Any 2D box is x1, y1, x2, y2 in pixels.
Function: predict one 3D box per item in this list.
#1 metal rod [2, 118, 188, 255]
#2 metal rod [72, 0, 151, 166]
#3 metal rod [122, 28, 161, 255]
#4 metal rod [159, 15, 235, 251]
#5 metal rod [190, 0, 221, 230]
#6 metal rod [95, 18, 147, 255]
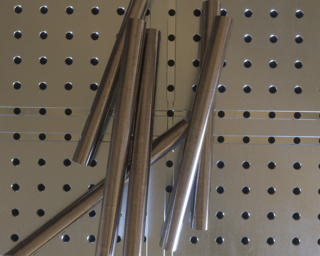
[{"bbox_3d":[-0.081,0.088,0.412,0.300,0.025,0.025,-37,90,0],"label":"metal rod"},{"bbox_3d":[-0.053,-0.095,0.412,0.025,0.025,0.299,20,90,0],"label":"metal rod"},{"bbox_3d":[-0.022,0.020,0.390,0.025,0.025,0.299,5,81,0],"label":"metal rod"},{"bbox_3d":[0.044,0.013,0.392,0.025,0.025,0.298,13,98,0],"label":"metal rod"},{"bbox_3d":[0.061,-0.017,0.413,0.025,0.025,0.298,3,90,0],"label":"metal rod"},{"bbox_3d":[-0.049,0.014,0.387,0.025,0.025,0.298,8,89,0],"label":"metal rod"}]
